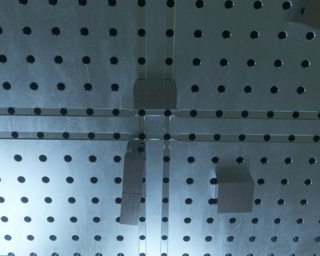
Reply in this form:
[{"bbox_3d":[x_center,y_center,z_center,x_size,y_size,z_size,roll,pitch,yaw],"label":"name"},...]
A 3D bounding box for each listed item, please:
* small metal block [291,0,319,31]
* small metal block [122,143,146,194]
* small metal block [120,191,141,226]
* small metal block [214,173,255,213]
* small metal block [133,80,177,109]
[{"bbox_3d":[0.192,-0.142,0.364,0.050,0.025,0.050,15,109,-6],"label":"small metal block"},{"bbox_3d":[-0.035,0.053,0.419,0.025,0.050,0.050,5,110,-2],"label":"small metal block"},{"bbox_3d":[-0.040,0.100,0.436,0.025,0.050,0.050,6,110,-3],"label":"small metal block"},{"bbox_3d":[0.107,0.095,0.450,0.050,0.025,0.050,-1,110,0],"label":"small metal block"},{"bbox_3d":[-0.006,-0.043,0.384,0.050,0.050,0.025,0,110,-1],"label":"small metal block"}]
